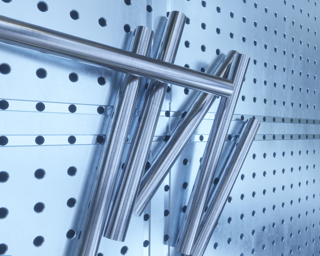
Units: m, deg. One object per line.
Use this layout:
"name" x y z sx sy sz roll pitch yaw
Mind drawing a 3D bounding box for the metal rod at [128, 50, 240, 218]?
"metal rod" 0.044 -0.008 0.444 0.025 0.025 0.301 51 60 -28

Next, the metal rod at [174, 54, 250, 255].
"metal rod" 0.078 0.032 0.455 0.025 0.025 0.299 24 80 -37

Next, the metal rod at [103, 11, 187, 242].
"metal rod" -0.014 -0.014 0.388 0.025 0.025 0.299 27 71 -37

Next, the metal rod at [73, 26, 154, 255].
"metal rod" -0.054 0.021 0.363 0.025 0.025 0.299 22 76 -38

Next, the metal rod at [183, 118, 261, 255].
"metal rod" 0.093 0.109 0.486 0.025 0.025 0.300 45 63 -31

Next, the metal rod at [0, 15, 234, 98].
"metal rod" -0.036 -0.073 0.348 0.302 0.025 0.025 9 85 -31
